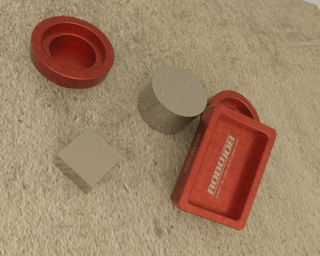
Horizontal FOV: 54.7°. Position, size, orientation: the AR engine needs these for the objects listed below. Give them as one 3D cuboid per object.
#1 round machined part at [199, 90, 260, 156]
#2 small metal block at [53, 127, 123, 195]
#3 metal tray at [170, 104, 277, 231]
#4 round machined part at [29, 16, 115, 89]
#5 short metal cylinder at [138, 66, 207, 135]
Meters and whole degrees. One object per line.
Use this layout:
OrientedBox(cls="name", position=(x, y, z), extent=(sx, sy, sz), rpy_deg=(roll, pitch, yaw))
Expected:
OrientedBox(cls="round machined part", position=(0.094, -0.001, 0.438), extent=(0.099, 0.042, 0.098), rpy_deg=(12, 67, -30))
OrientedBox(cls="small metal block", position=(-0.079, 0.035, 0.341), extent=(0.050, 0.025, 0.050), rpy_deg=(43, 51, 1))
OrientedBox(cls="metal tray", position=(0.078, 0.046, 0.376), extent=(0.090, 0.030, 0.130), rpy_deg=(23, 83, -15))
OrientedBox(cls="round machined part", position=(-0.111, -0.089, 0.388), extent=(0.099, 0.042, 0.098), rpy_deg=(14, 56, -21))
OrientedBox(cls="short metal cylinder", position=(0.016, -0.037, 0.421), extent=(0.081, 0.050, 0.080), rpy_deg=(14, 56, -21))
